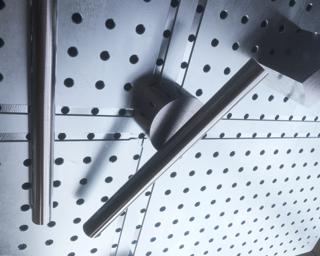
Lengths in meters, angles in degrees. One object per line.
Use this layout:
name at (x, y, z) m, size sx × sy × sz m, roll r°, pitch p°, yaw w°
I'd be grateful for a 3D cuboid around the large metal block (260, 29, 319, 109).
large metal block at (0.203, -0.085, 0.434) m, size 0.080 × 0.080 × 0.050 m, roll -39°, pitch 129°, yaw -2°

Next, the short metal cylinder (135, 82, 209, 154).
short metal cylinder at (0.014, -0.013, 0.395) m, size 0.081 × 0.050 × 0.079 m, roll -14°, pitch 124°, yaw -21°

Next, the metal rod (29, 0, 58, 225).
metal rod at (-0.126, -0.015, 0.333) m, size 0.025 × 0.025 × 0.298 m, roll -3°, pitch 120°, yaw -27°

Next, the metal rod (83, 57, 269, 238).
metal rod at (0.006, 0.036, 0.371) m, size 0.025 × 0.025 × 0.299 m, roll 29°, pitch 113°, yaw -38°
